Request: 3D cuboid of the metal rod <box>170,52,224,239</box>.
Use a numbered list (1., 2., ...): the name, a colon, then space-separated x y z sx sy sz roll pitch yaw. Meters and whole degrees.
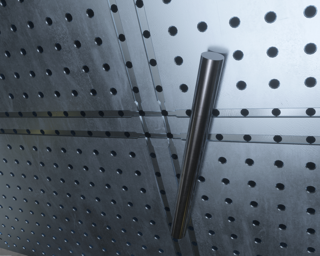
1. metal rod: 0.043 0.045 0.415 0.025 0.025 0.298 18 126 17
